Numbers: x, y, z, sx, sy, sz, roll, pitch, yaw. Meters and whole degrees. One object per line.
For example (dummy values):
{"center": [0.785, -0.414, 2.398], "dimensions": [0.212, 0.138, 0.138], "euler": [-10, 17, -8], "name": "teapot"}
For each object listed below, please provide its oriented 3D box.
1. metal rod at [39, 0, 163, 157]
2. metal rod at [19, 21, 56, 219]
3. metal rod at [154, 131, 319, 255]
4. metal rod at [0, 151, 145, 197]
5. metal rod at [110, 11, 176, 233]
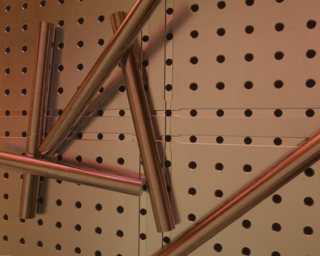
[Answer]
{"center": [-0.083, -0.072, 0.419], "dimensions": [0.025, 0.025, 0.299], "euler": [45, 111, 14], "name": "metal rod"}
{"center": [-0.189, -0.010, 0.477], "dimensions": [0.025, 0.025, 0.298], "euler": [7, 92, 19], "name": "metal rod"}
{"center": [0.088, 0.101, 0.381], "dimensions": [0.299, 0.025, 0.025], "euler": [-42, 77, 15], "name": "metal rod"}
{"center": [-0.170, 0.057, 0.448], "dimensions": [0.301, 0.025, 0.025], "euler": [9, 93, 10], "name": "metal rod"}
{"center": [-0.025, -0.011, 0.420], "dimensions": [0.025, 0.025, 0.298], "euler": [-14, 85, 19], "name": "metal rod"}
